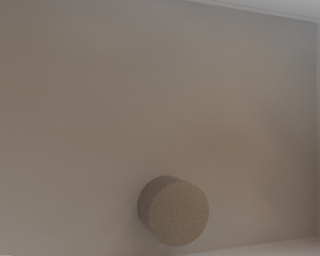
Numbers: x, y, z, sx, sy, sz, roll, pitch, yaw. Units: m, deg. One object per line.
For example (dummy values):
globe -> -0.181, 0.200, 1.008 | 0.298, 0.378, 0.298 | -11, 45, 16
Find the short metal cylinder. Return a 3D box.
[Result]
short metal cylinder -> 0.016, 0.105, 0.403 | 0.081, 0.050, 0.080 | 0, 90, -20
